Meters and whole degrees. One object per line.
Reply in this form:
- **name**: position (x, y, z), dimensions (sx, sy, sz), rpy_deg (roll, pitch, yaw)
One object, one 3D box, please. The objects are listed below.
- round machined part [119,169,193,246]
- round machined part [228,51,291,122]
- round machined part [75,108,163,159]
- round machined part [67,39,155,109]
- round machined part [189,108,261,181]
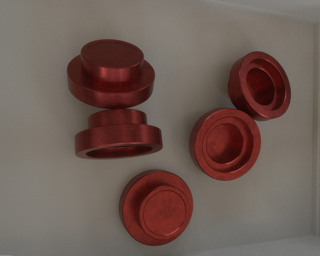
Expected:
- **round machined part**: position (0.000, 0.105, 0.403), dimensions (0.099, 0.042, 0.097), rpy_deg (0, 90, -21)
- **round machined part**: position (0.138, -0.056, 0.446), dimensions (0.099, 0.042, 0.098), rpy_deg (7, 74, -27)
- **round machined part**: position (-0.048, 0.007, 0.357), dimensions (0.099, 0.098, 0.042), rpy_deg (-1, 76, -20)
- **round machined part**: position (-0.054, -0.067, 0.351), dimensions (0.099, 0.098, 0.042), rpy_deg (-7, 132, -20)
- **round machined part**: position (0.086, 0.020, 0.430), dimensions (0.099, 0.042, 0.097), rpy_deg (-2, 97, -16)
